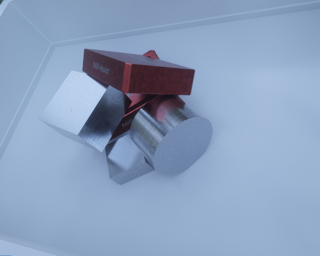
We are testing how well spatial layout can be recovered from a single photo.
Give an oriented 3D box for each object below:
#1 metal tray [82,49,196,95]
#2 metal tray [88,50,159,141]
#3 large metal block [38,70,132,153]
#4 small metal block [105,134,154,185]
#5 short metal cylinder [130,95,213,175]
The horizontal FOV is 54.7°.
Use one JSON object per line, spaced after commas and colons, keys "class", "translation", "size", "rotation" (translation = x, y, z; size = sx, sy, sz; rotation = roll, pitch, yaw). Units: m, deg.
{"class": "metal tray", "translation": [-0.031, -0.071, 0.383], "size": [0.130, 0.091, 0.030], "rotation": [31, 117, 52]}
{"class": "metal tray", "translation": [-0.046, -0.047, 0.451], "size": [0.130, 0.030, 0.090], "rotation": [-30, 52, 8]}
{"class": "large metal block", "translation": [-0.098, -0.024, 0.411], "size": [0.080, 0.050, 0.080], "rotation": [18, 71, 34]}
{"class": "small metal block", "translation": [-0.040, 0.038, 0.400], "size": [0.050, 0.025, 0.050], "rotation": [-26, 53, 12]}
{"class": "short metal cylinder", "translation": [0.013, 0.007, 0.357], "size": [0.080, 0.080, 0.050], "rotation": [-43, 51, -2]}
